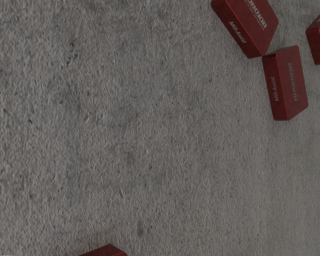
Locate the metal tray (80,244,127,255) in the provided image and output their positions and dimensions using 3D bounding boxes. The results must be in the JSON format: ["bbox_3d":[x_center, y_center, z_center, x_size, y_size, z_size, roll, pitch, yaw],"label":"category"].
[{"bbox_3d":[-0.077,0.206,0.336,0.091,0.030,0.129,-7,95,-40],"label":"metal tray"}]

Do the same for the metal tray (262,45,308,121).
[{"bbox_3d":[0.248,-0.089,0.609,0.091,0.030,0.129,-26,107,-37],"label":"metal tray"}]

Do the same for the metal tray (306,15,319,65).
[{"bbox_3d":[0.394,-0.219,0.730,0.131,0.030,0.090,-43,116,-31],"label":"metal tray"}]

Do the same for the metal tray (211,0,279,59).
[{"bbox_3d":[0.148,-0.194,0.524,0.130,0.030,0.090,42,65,-32],"label":"metal tray"}]
